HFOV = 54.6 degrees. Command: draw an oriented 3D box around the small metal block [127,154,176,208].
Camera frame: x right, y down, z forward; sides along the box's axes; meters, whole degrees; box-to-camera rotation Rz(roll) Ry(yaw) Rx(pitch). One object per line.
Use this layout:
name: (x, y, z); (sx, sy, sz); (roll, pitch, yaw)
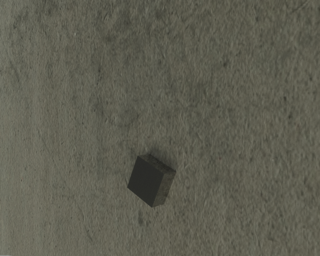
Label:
small metal block: (-0.012, 0.070, 0.416); (0.050, 0.025, 0.050); (30, 109, 36)
